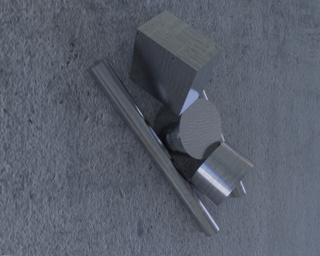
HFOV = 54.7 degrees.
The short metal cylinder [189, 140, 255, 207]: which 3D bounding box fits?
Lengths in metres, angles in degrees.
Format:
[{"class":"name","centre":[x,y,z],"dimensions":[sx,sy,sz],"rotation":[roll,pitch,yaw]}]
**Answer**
[{"class":"short metal cylinder","centre":[0.087,0.064,0.435],"dimensions":[0.050,0.080,0.080],"rotation":[41,55,15]}]

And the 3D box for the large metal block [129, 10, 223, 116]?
[{"class":"large metal block","centre":[0.015,-0.074,0.362],"dimensions":[0.080,0.080,0.050],"rotation":[38,58,13]}]

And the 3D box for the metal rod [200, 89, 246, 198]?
[{"class":"metal rod","centre":[0.069,-0.018,0.463],"dimensions":[0.025,0.025,0.299],"rotation":[-40,114,-33]}]

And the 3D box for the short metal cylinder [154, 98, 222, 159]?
[{"class":"short metal cylinder","centre":[0.039,0.001,0.422],"dimensions":[0.081,0.050,0.080],"rotation":[0,90,-40]}]

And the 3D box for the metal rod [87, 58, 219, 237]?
[{"class":"metal rod","centre":[0.004,0.042,0.408],"dimensions":[0.025,0.025,0.299],"rotation":[-48,119,-29]}]
